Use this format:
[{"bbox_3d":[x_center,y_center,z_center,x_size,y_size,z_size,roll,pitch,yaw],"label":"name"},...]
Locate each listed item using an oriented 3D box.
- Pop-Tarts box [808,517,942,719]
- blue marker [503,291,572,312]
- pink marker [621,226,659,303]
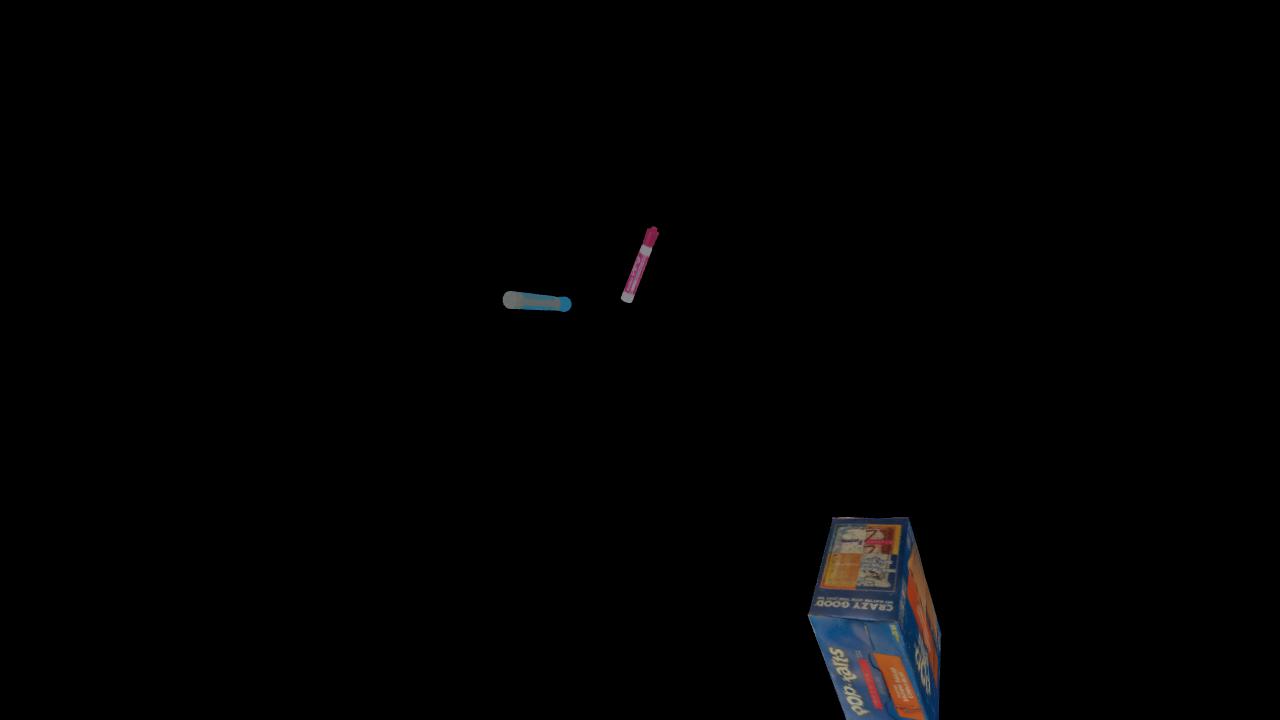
[{"bbox_3d":[0.244,0.268,0.620,0.083,0.167,0.141,-11,21,32],"label":"Pop-Tarts box"},{"bbox_3d":[-0.113,-0.065,0.698,0.020,0.020,0.121,0,2,23],"label":"blue marker"},{"bbox_3d":[0.000,-0.141,0.912,0.020,0.121,0.020,18,26,-9],"label":"pink marker"}]
